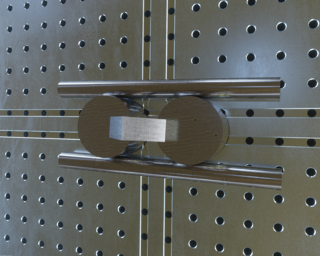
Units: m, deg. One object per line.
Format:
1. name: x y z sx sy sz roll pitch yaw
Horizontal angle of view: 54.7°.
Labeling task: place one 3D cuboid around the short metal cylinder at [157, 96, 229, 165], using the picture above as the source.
1. short metal cylinder: 0.041 0.003 0.381 0.080 0.050 0.079 0 90 20

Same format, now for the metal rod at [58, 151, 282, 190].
1. metal rod: -0.001 0.053 0.409 0.301 0.025 0.025 3 91 19

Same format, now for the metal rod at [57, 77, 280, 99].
1. metal rod: -0.002 -0.052 0.410 0.301 0.025 0.025 2 91 19

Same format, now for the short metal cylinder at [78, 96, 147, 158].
1. short metal cylinder: -0.062 -0.002 0.418 0.080 0.050 0.079 0 90 20

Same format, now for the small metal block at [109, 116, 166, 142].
1. small metal block: -0.027 0.001 0.356 0.050 0.050 0.025 3 91 -23
